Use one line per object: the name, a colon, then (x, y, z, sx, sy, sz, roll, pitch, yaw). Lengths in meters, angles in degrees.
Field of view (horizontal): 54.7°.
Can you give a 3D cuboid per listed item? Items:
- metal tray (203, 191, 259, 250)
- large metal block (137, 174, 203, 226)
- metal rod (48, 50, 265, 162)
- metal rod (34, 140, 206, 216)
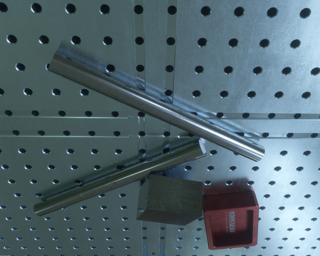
metal tray: (0.126, 0.169, 0.554, 0.090, 0.030, 0.129, -8, 130, 6)
large metal block: (0.013, 0.113, 0.474, 0.081, 0.050, 0.080, 10, 151, -11)
metal rod: (0.011, -0.019, 0.395, 0.302, 0.025, 0.025, 23, 126, -19)
metal rod: (-0.072, 0.083, 0.480, 0.300, 0.025, 0.025, -22, 127, 17)
